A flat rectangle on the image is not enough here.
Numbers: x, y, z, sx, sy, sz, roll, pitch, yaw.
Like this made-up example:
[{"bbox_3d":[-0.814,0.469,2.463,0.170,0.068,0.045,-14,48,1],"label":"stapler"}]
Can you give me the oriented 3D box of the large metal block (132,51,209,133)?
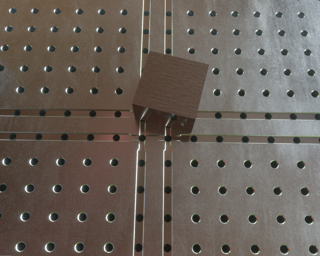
[{"bbox_3d":[0.015,-0.048,0.416,0.080,0.050,0.080,14,71,5],"label":"large metal block"}]
